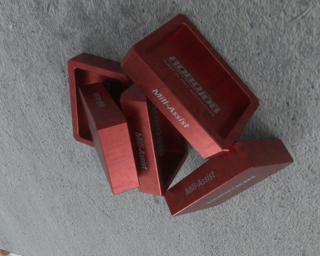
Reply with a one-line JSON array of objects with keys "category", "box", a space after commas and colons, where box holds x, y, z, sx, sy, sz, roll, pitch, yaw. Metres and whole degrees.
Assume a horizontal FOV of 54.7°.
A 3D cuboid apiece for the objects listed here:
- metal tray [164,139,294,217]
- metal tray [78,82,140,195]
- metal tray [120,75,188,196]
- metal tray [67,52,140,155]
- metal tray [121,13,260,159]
[{"category": "metal tray", "box": [0.076, 0.059, 0.362, 0.129, 0.091, 0.030, -44, 58, 39]}, {"category": "metal tray", "box": [-0.064, 0.007, 0.371, 0.130, 0.030, 0.089, -131, 29, -57]}, {"category": "metal tray", "box": [-0.001, 0.003, 0.368, 0.030, 0.090, 0.129, 6, 122, 25]}, {"category": "metal tray", "box": [-0.077, -0.029, 0.426, 0.090, 0.030, 0.129, 18, 126, 17]}, {"category": "metal tray", "box": [0.035, -0.044, 0.317, 0.130, 0.090, 0.030, 47, 143, -6]}]
